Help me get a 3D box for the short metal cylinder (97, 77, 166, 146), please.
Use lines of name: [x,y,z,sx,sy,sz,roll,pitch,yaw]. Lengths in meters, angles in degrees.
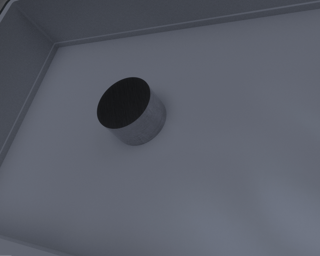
short metal cylinder: [-0.038,-0.022,0.424,0.080,0.050,0.080,-13,56,21]
